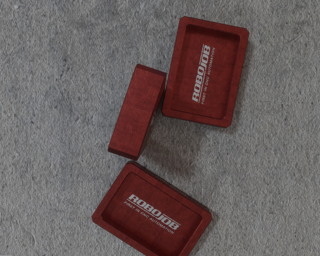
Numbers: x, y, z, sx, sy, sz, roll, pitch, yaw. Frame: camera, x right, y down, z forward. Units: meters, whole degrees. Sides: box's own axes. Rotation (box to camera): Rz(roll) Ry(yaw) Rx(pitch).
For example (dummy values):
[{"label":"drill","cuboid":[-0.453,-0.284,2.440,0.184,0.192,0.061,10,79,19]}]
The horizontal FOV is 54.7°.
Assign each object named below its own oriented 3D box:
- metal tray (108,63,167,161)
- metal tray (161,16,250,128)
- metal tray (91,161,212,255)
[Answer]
[{"label":"metal tray","cuboid":[-0.022,-0.016,0.357,0.030,0.130,0.090,19,90,0]},{"label":"metal tray","cuboid":[0.058,-0.071,0.407,0.091,0.030,0.129,11,90,0]},{"label":"metal tray","cuboid":[-0.010,0.114,0.407,0.130,0.030,0.090,33,90,0]}]
